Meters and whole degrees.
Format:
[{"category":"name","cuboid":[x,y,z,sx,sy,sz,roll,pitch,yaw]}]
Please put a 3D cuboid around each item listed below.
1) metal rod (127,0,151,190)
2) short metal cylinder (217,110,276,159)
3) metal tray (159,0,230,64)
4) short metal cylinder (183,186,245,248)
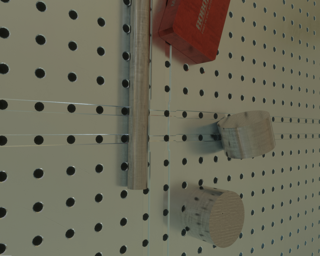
[{"category":"metal rod","cuboid":[-0.026,-0.074,0.387,0.025,0.025,0.298,1,89,-40]},{"category":"short metal cylinder","cuboid":[0.135,0.009,0.487,0.081,0.080,0.050,-27,107,-37]},{"category":"metal tray","cuboid":[0.056,-0.172,0.452,0.090,0.030,0.130,25,74,-37]},{"category":"short metal cylinder","cuboid":[0.081,0.130,0.461,0.081,0.050,0.080,0,90,-40]}]
